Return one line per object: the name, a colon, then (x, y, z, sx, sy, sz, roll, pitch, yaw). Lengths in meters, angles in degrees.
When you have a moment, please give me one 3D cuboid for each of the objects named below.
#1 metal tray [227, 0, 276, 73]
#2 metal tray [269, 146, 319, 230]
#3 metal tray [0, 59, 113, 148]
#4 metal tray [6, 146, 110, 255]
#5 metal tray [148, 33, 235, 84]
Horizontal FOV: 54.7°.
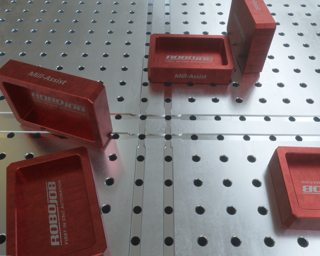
metal tray: (0.143, -0.163, 0.504, 0.030, 0.089, 0.130, -3, 50, -3)
metal tray: (0.200, 0.067, 0.350, 0.131, 0.030, 0.090, 2, 50, 1)
metal tray: (-0.129, -0.029, 0.387, 0.131, 0.089, 0.030, 15, 52, 12)
metal tray: (-0.111, 0.087, 0.329, 0.091, 0.030, 0.130, -13, 51, -11)
metal tray: (0.048, -0.113, 0.499, 0.131, 0.030, 0.090, 2, 50, 1)
